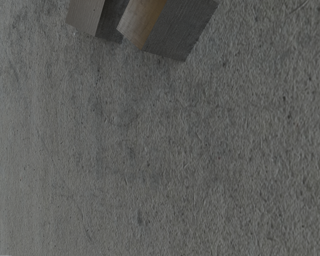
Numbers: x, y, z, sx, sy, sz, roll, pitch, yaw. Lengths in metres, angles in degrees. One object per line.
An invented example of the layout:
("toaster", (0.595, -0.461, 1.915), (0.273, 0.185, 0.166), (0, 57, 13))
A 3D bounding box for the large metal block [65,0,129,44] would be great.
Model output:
("large metal block", (-0.089, -0.181, 0.462), (0.080, 0.050, 0.079), (32, 110, 35))

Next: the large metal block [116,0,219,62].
("large metal block", (0.010, -0.130, 0.361), (0.050, 0.081, 0.080), (47, 118, 30))
